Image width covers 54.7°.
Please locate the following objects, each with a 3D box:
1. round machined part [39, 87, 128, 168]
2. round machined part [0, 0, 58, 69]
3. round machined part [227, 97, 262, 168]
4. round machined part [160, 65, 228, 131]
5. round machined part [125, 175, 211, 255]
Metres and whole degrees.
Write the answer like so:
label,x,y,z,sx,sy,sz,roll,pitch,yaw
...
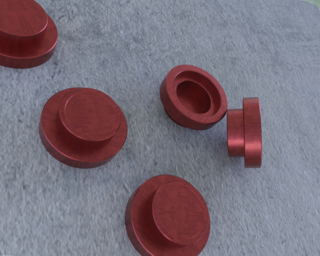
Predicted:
label,x,y,z,sx,sy,sz,roll,pitch,yaw
round machined part,-0.083,-0.007,0.353,0.099,0.042,0.098,14,56,-21
round machined part,-0.174,-0.124,0.375,0.099,0.042,0.098,14,56,-21
round machined part,0.116,0.007,0.430,0.042,0.098,0.098,-2,55,14
round machined part,0.044,-0.039,0.442,0.099,0.042,0.098,14,56,-21
round machined part,0.015,0.097,0.343,0.099,0.042,0.098,14,56,-21
